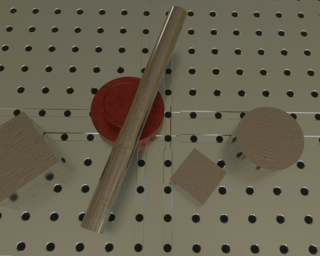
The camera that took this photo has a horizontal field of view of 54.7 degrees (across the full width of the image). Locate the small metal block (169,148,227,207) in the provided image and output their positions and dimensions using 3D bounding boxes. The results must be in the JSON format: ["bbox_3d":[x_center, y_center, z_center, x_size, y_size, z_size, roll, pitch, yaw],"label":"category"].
[{"bbox_3d":[0.047,0.062,0.390,0.050,0.025,0.050,37,74,12],"label":"small metal block"}]

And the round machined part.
[{"bbox_3d":[-0.043,-0.026,0.412,0.099,0.042,0.098,0,70,-1],"label":"round machined part"}]

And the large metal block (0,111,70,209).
[{"bbox_3d":[-0.173,0.040,0.382,0.080,0.050,0.080,-36,74,-13],"label":"large metal block"}]

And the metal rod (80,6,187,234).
[{"bbox_3d":[-0.024,-0.025,0.375,0.025,0.025,0.299,18,71,6],"label":"metal rod"}]

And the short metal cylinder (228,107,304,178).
[{"bbox_3d":[0.132,0.019,0.393,0.081,0.050,0.080,0,70,-1],"label":"short metal cylinder"}]
